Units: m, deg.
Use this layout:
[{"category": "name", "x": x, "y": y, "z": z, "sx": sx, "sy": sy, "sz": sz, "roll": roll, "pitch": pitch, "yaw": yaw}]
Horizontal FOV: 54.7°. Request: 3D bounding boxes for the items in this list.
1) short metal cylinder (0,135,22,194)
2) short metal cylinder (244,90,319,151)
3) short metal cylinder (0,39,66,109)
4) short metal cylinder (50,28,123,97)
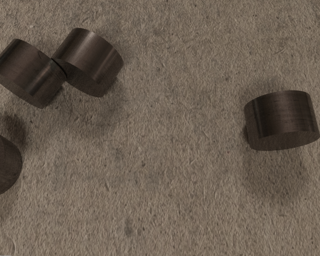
[{"category": "short metal cylinder", "x": -0.219, "y": 0.042, "z": 0.377, "sx": 0.081, "sy": 0.050, "sz": 0.080, "roll": 0, "pitch": 70, "yaw": 0}, {"category": "short metal cylinder", "x": 0.149, "y": -0.006, "z": 0.383, "sx": 0.081, "sy": 0.080, "sz": 0.050, "roll": -3, "pitch": 70, "yaw": -2}, {"category": "short metal cylinder", "x": -0.171, "y": -0.069, "z": 0.402, "sx": 0.080, "sy": 0.080, "sz": 0.050, "roll": 29, "pitch": 73, "yaw": 9}, {"category": "short metal cylinder", "x": -0.096, "y": -0.084, "z": 0.409, "sx": 0.080, "sy": 0.080, "sz": 0.050, "roll": 26, "pitch": 72, "yaw": 9}]
